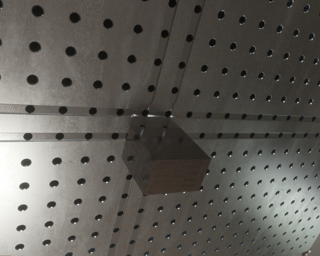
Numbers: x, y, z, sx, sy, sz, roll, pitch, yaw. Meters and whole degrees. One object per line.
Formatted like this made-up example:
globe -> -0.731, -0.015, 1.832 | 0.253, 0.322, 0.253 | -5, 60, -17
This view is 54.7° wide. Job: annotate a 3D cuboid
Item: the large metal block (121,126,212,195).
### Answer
large metal block -> 0.006, 0.040, 0.405 | 0.081, 0.080, 0.050 | 3, 117, -30
